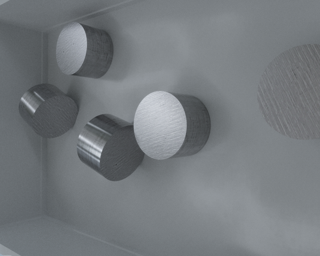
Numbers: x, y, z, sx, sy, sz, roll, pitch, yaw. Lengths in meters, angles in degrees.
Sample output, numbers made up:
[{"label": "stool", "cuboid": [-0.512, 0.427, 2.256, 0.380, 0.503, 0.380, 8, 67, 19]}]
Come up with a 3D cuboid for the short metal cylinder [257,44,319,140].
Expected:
[{"label": "short metal cylinder", "cuboid": [0.136, -0.030, 0.278, 0.080, 0.050, 0.080, 0, 90, 40]}]

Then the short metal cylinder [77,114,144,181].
[{"label": "short metal cylinder", "cuboid": [-0.065, 0.026, 0.425, 0.050, 0.081, 0.079, 24, 105, 37]}]

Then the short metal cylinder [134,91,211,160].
[{"label": "short metal cylinder", "cuboid": [0.014, -0.003, 0.379, 0.080, 0.050, 0.080, 0, 90, 40]}]

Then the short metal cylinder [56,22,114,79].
[{"label": "short metal cylinder", "cuboid": [-0.120, -0.121, 0.490, 0.080, 0.050, 0.080, 0, 90, 40]}]

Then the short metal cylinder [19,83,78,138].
[{"label": "short metal cylinder", "cuboid": [-0.189, -0.029, 0.528, 0.050, 0.081, 0.079, 35, 112, 34]}]
